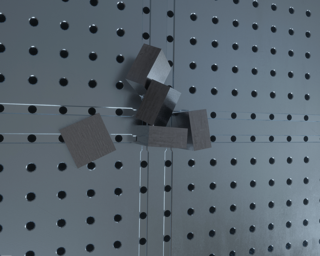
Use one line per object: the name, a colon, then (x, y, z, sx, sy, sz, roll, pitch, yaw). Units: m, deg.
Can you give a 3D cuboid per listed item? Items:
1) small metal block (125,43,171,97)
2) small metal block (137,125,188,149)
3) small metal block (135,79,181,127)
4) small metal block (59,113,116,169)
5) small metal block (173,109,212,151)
small metal block: (-0.013, -0.069, 0.392, 0.025, 0.050, 0.050, 23, 80, 21)
small metal block: (0.002, 0.011, 0.400, 0.050, 0.050, 0.025, 5, 89, -20)
small metal block: (-0.001, -0.030, 0.391, 0.025, 0.050, 0.050, 27, 96, 18)
small metal block: (-0.089, 0.015, 0.380, 0.050, 0.025, 0.050, -26, 99, -18)
small metal block: (0.042, 0.002, 0.415, 0.025, 0.050, 0.050, -10, 94, -20)
